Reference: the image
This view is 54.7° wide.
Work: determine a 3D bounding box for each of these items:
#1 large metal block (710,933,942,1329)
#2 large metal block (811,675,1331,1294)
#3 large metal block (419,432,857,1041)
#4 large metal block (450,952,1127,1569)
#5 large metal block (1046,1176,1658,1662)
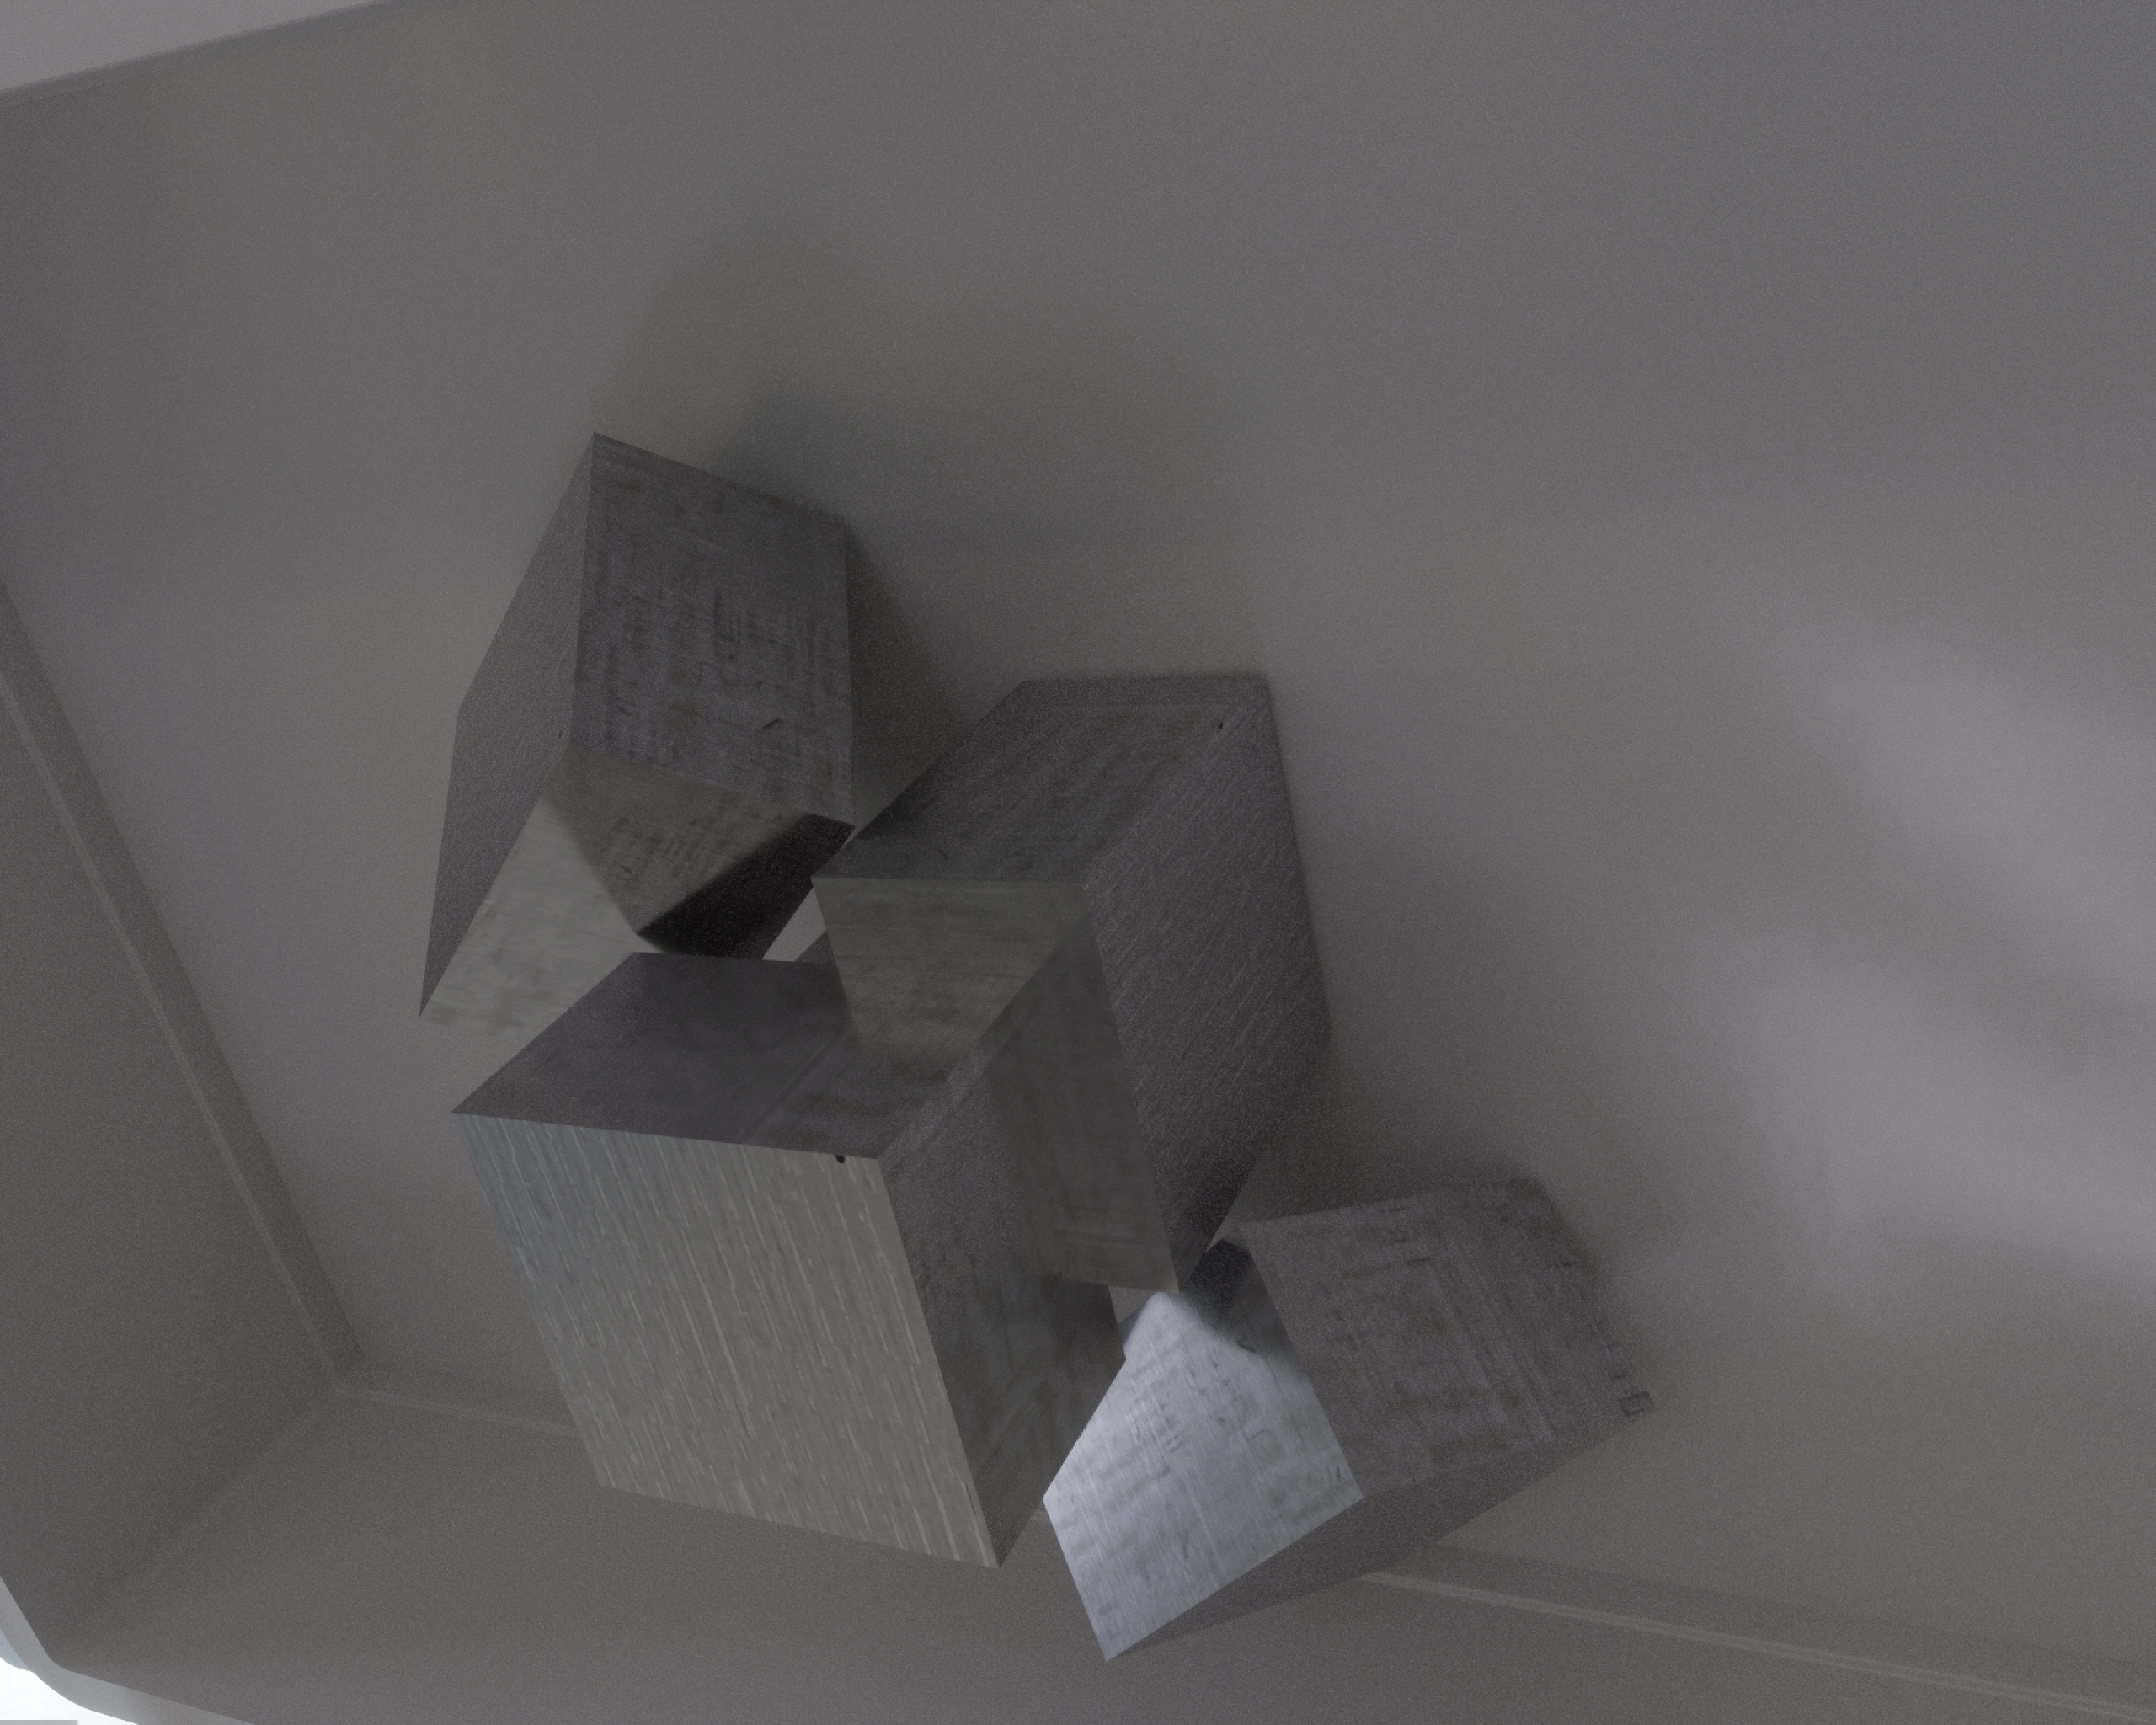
[{"bbox_3d":[-0.032,0.061,0.426,0.050,0.080,0.080,1,119,27],"label":"large metal block"},{"bbox_3d":[0.003,0.019,0.380,0.050,0.080,0.080,1,119,27],"label":"large metal block"},{"bbox_3d":[-0.083,-0.019,0.394,0.050,0.080,0.080,17,134,-26],"label":"large metal block"},{"bbox_3d":[-0.046,0.064,0.350,0.080,0.050,0.080,2,119,27],"label":"large metal block"},{"bbox_3d":[0.048,0.106,0.402,0.080,0.081,0.050,-48,55,39],"label":"large metal block"}]
